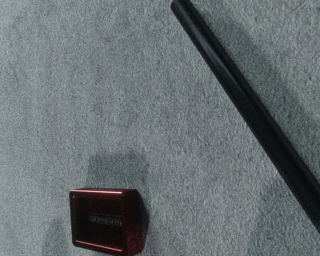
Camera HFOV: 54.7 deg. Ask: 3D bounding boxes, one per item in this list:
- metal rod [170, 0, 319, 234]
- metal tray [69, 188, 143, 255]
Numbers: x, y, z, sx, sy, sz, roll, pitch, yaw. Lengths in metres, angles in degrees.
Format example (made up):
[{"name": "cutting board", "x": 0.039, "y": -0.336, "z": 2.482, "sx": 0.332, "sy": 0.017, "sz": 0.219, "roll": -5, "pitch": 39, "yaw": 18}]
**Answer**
[{"name": "metal rod", "x": 0.090, "y": -0.031, "z": 0.330, "sx": 0.025, "sy": 0.025, "sz": 0.299, "roll": -42, "pitch": 65, "yaw": 32}, {"name": "metal tray", "x": -0.086, "y": 0.139, "z": 0.472, "sx": 0.130, "sy": 0.030, "sz": 0.089, "roll": -8, "pitch": 85, "yaw": 39}]
